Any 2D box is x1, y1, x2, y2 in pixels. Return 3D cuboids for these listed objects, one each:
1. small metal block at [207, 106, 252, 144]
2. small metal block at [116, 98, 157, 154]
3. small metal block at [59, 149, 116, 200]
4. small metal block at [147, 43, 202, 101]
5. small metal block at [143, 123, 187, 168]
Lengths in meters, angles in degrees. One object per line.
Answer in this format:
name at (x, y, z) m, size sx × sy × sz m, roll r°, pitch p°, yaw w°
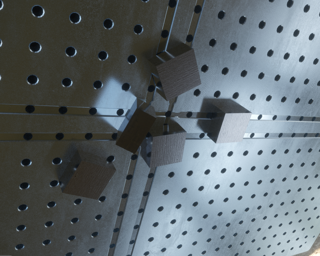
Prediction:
small metal block at (0.104, -0.006, 0.467) m, size 0.050 × 0.025 × 0.050 m, roll -2°, pitch 120°, yaw -28°
small metal block at (-0.029, -0.004, 0.374) m, size 0.025 × 0.050 × 0.050 m, roll 28°, pitch 104°, yaw -13°
small metal block at (-0.093, 0.061, 0.399) m, size 0.050 × 0.025 × 0.050 m, roll 23°, pitch 106°, yaw -37°
small metal block at (0.019, -0.069, 0.381) m, size 0.050 × 0.025 × 0.050 m, roll -28°, pitch 128°, yaw -11°
small metal block at (0.006, 0.024, 0.431) m, size 0.050 × 0.025 × 0.050 m, roll -8°, pitch 122°, yaw -25°
